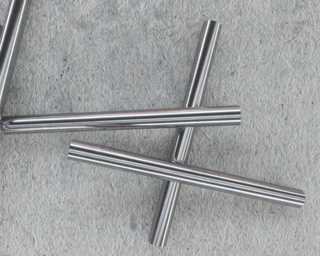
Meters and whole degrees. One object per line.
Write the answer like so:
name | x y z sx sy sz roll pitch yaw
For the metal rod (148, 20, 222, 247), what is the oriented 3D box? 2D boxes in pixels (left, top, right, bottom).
metal rod | 0.033 0.007 0.410 0.025 0.025 0.298 14 90 0

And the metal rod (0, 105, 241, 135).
metal rod | -0.053 -0.010 0.393 0.302 0.025 0.025 -2 90 6

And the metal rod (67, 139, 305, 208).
metal rod | 0.040 0.059 0.386 0.302 0.025 0.025 14 90 -10

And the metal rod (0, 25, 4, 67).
metal rod | -0.233 0.013 0.408 0.025 0.025 0.298 5 90 0

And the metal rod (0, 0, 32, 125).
metal rod | -0.199 -0.079 0.395 0.025 0.025 0.299 12 85 0
